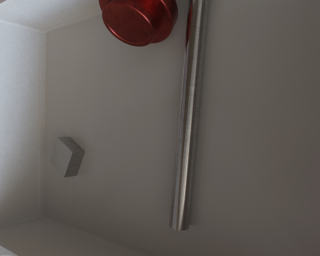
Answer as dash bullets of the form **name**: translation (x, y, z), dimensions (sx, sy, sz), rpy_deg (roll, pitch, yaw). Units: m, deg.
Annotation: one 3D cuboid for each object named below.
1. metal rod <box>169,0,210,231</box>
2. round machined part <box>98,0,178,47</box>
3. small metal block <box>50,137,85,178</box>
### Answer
- **metal rod**: translation (0.036, -0.026, 0.375), dimensions (0.025, 0.025, 0.298), rpy_deg (8, 95, 39)
- **round machined part**: translation (-0.031, -0.139, 0.379), dimensions (0.098, 0.098, 0.042), rpy_deg (3, 59, 39)
- **small metal block**: translation (-0.161, 0.049, 0.536), dimensions (0.050, 0.025, 0.050), rpy_deg (35, 112, 34)
